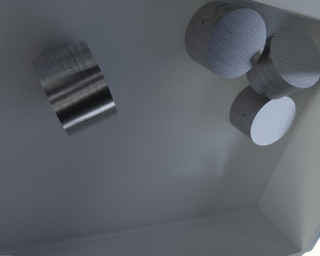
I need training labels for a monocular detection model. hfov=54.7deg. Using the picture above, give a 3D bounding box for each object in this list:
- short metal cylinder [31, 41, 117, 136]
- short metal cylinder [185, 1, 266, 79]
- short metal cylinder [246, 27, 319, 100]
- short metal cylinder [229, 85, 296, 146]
[{"bbox_3d":[-0.083,-0.038,0.304,0.050,0.080,0.080,-26,128,-13],"label":"short metal cylinder"},{"bbox_3d":[0.077,-0.105,0.369,0.081,0.050,0.079,-14,124,-21],"label":"short metal cylinder"},{"bbox_3d":[0.159,-0.082,0.402,0.081,0.050,0.080,5,77,-20],"label":"short metal cylinder"},{"bbox_3d":[0.152,-0.021,0.463,0.081,0.050,0.079,-14,124,-21],"label":"short metal cylinder"}]
